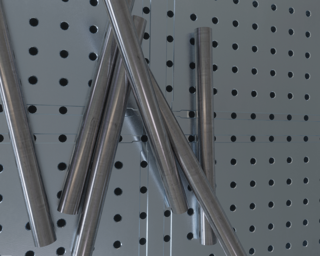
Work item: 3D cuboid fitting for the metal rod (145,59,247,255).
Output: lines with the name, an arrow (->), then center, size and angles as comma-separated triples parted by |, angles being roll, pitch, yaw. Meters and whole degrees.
metal rod -> 0.036, 0.043, 0.407 | 0.025, 0.025, 0.299 | -28, 93, -18

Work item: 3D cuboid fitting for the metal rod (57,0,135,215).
metal rod -> -0.075, -0.044, 0.384 | 0.025, 0.025, 0.299 | 16, 85, -19

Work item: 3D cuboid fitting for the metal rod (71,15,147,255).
metal rod -> -0.062, 0.013, 0.377 | 0.025, 0.025, 0.299 | 13, 90, -20

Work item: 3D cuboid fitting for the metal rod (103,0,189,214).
metal rod -> -0.013, -0.024, 0.372 | 0.025, 0.025, 0.299 | -24, 111, -18

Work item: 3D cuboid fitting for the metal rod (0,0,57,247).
metal rod -> -0.162, -0.012, 0.352 | 0.025, 0.025, 0.298 | -13, 94, -20

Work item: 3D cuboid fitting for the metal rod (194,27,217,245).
metal rod -> 0.064, 0.011, 0.435 | 0.025, 0.025, 0.298 | -2, 91, -20
